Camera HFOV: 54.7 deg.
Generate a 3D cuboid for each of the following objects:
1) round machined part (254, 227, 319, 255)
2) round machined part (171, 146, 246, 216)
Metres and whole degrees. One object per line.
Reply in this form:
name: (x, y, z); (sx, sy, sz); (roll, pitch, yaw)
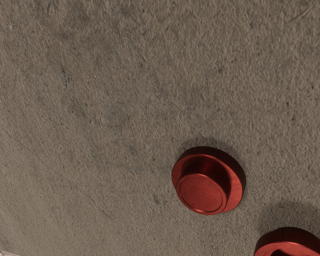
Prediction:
round machined part: (0.177, 0.170, 0.408); (0.098, 0.042, 0.097); (13, 124, 20)
round machined part: (0.060, 0.076, 0.410); (0.098, 0.042, 0.097); (13, 124, 20)
